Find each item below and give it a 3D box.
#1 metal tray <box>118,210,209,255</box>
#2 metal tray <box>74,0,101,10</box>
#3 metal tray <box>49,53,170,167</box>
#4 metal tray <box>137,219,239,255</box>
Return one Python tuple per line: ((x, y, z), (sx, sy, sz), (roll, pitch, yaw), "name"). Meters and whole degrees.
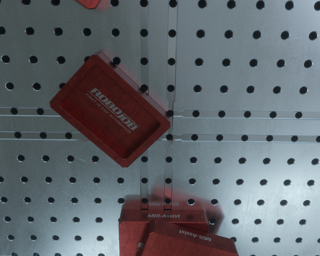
((0.005, 0.172, 0.474), (0.131, 0.030, 0.089), (1, 110, -1), "metal tray")
((-0.100, -0.195, 0.309), (0.130, 0.030, 0.090), (32, 97, -30), "metal tray")
((-0.062, -0.021, 0.402), (0.130, 0.030, 0.090), (43, 105, -14), "metal tray")
((0.036, 0.191, 0.449), (0.131, 0.030, 0.089), (17, 109, -7), "metal tray")
